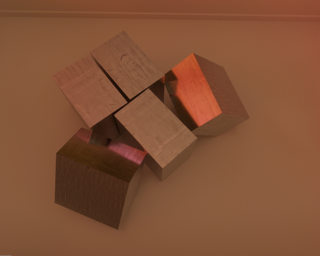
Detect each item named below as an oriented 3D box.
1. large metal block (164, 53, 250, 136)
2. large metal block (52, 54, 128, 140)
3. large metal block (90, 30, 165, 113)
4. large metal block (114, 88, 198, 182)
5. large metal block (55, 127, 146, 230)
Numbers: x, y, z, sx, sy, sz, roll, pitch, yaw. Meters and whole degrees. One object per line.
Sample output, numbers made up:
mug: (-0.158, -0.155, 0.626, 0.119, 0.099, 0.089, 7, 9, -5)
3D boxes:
large metal block: (0.058, -0.038, 0.387, 0.050, 0.080, 0.080, -33, 68, 31)
large metal block: (-0.081, -0.031, 0.390, 0.050, 0.080, 0.080, -36, 74, -12)
large metal block: (-0.039, -0.062, 0.401, 0.050, 0.080, 0.080, -37, 75, -12)
large metal block: (-0.005, 0.012, 0.374, 0.050, 0.080, 0.080, -40, 75, -13)
large metal block: (-0.068, 0.057, 0.350, 0.080, 0.079, 0.050, 21, 37, 7)
